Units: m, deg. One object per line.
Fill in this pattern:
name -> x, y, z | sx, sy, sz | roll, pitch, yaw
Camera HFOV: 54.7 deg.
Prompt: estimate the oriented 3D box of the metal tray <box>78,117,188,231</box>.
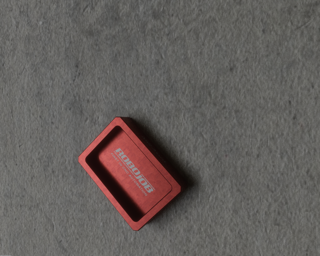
metal tray -> -0.039, 0.059, 0.418 | 0.090, 0.030, 0.130 | -45, 76, 14
